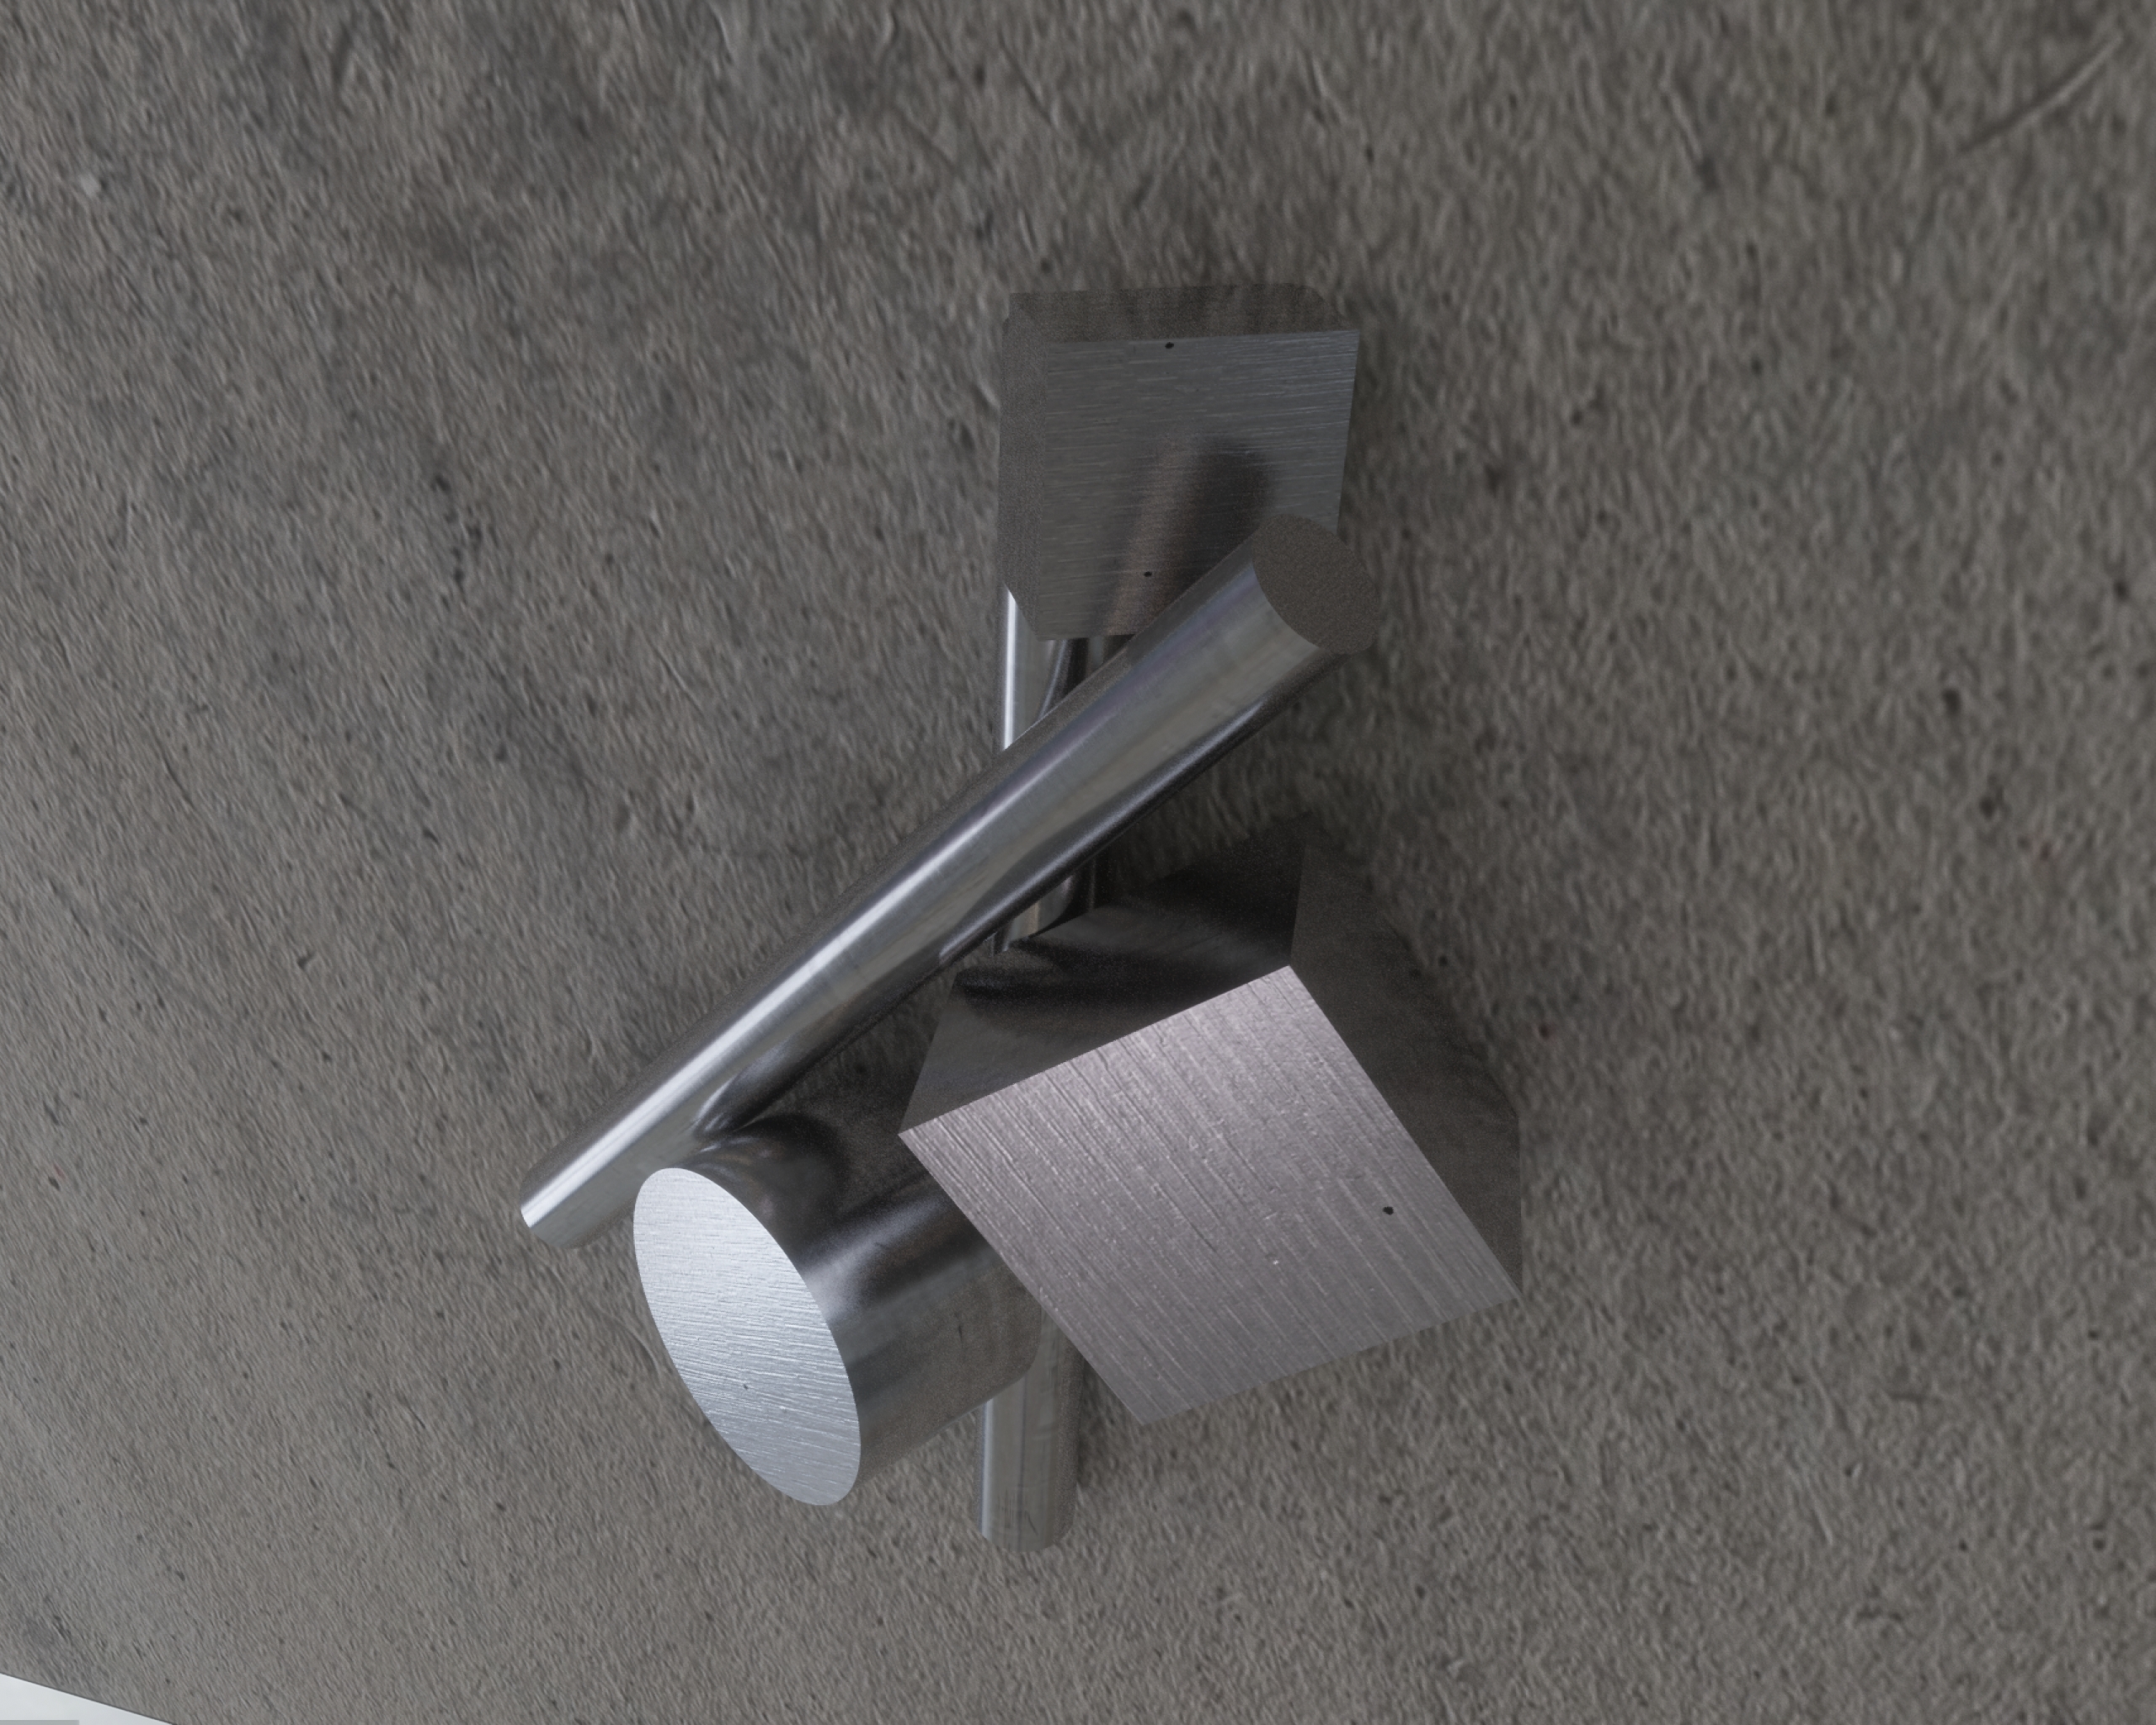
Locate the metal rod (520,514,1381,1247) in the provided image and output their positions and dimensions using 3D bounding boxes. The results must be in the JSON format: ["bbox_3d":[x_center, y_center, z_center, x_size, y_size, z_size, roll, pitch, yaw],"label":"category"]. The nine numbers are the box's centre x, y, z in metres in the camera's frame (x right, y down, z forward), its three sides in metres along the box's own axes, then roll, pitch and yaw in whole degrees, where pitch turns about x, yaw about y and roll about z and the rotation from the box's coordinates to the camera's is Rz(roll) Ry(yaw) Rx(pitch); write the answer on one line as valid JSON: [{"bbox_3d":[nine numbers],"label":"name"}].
[{"bbox_3d":[-0.047,0.022,0.424,0.025,0.025,0.299,47,136,-5],"label":"metal rod"}]

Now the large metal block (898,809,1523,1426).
[{"bbox_3d":[0.027,0.049,0.389,0.080,0.050,0.080,-26,114,24],"label":"large metal block"}]

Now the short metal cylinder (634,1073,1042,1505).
[{"bbox_3d":[-0.054,0.093,0.462,0.080,0.050,0.079,27,129,39],"label":"short metal cylinder"}]

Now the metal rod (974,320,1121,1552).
[{"bbox_3d":[-0.007,0.035,0.433,0.025,0.025,0.298,16,125,19],"label":"metal rod"}]

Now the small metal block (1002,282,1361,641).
[{"bbox_3d":[0.016,-0.066,0.343,0.050,0.025,0.050,-6,123,-14],"label":"small metal block"}]
